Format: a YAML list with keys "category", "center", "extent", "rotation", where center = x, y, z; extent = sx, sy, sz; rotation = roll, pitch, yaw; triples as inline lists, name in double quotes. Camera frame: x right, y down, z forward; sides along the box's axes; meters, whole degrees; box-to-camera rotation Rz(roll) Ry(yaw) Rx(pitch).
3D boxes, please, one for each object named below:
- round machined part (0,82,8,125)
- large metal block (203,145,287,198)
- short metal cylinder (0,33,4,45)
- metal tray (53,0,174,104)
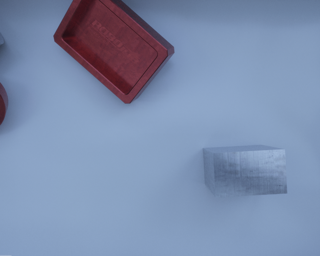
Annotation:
- category: "round machined part"
  center: [-0.242, -0.038, 0.384]
  extent: [0.099, 0.042, 0.097]
  rotation: [-8, 128, -9]
- category: "large metal block"
  center: [0.101, 0.050, 0.385]
  extent: [0.081, 0.080, 0.050]
  rotation: [-3, 90, -1]
- category: "short metal cylinder"
  center: [-0.243, -0.124, 0.381]
  extent: [0.050, 0.080, 0.080]
  rotation: [-35, 90, 0]
- category: "metal tray"
  center: [-0.059, -0.105, 0.388]
  extent: [0.130, 0.030, 0.090]
  rotation: [42, 117, -1]
